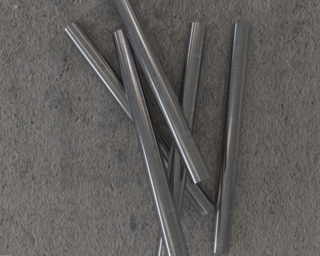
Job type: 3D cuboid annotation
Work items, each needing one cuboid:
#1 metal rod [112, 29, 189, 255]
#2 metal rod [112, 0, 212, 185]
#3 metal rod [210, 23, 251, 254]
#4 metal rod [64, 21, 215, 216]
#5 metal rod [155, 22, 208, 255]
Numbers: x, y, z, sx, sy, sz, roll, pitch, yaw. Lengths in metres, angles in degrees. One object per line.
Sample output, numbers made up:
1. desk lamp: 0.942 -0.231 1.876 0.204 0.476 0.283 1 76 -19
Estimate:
1. metal rod: -0.014 0.016 0.373 0.025 0.025 0.299 -15 76 0
2. metal rod: -0.010 -0.075 0.381 0.025 0.025 0.299 -23 79 0
3. metal rod: 0.094 0.014 0.410 0.025 0.025 0.298 5 90 0
4. metal rod: -0.027 -0.012 0.409 0.025 0.025 0.299 -37 90 0
5. metal rod: 0.028 0.012 0.389 0.025 0.025 0.299 9 82 0
